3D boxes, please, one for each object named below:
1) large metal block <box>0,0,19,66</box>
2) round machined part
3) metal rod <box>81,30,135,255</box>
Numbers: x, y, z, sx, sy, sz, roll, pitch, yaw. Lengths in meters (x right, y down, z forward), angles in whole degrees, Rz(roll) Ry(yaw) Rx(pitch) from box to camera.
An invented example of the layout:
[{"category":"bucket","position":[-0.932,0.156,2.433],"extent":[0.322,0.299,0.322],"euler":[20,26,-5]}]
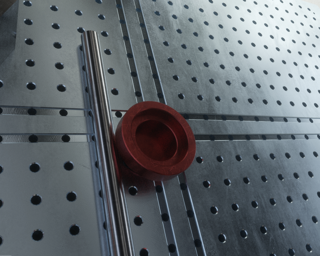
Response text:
[{"category":"large metal block","position":[-0.206,-0.116,0.333],"extent":[0.080,0.080,0.050],"euler":[26,53,-12]},{"category":"round machined part","position":[-0.008,0.019,0.379],"extent":[0.099,0.042,0.098],"euler":[16,55,-23]},{"category":"metal rod","position":[-0.067,0.004,0.369],"extent":[0.025,0.025,0.299],"euler":[1,61,-28]}]
